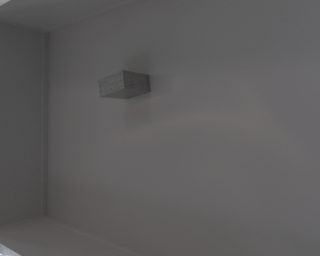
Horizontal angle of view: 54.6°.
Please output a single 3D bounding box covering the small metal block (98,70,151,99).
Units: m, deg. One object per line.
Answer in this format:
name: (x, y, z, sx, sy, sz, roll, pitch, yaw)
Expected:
small metal block: (-0.050, -0.059, 0.433, 0.050, 0.050, 0.025, -11, 83, 39)
